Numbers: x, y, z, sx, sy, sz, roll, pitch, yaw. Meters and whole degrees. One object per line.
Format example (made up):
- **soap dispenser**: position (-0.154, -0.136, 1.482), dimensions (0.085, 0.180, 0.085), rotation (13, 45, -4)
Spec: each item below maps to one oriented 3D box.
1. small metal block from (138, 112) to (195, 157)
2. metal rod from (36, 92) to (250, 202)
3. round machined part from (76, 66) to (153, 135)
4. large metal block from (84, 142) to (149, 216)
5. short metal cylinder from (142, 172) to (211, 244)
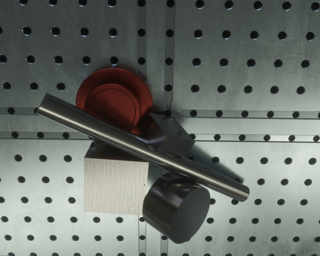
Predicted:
- **small metal block**: position (0.008, 0.008, 0.393), dimensions (0.050, 0.050, 0.025), rotation (14, 117, -42)
- **metal rod**: position (-0.003, 0.034, 0.391), dimensions (0.302, 0.025, 0.025), rotation (26, 108, -23)
- **round machined part**: position (-0.058, -0.027, 0.394), dimensions (0.099, 0.042, 0.097), rotation (0, 110, -1)
- **large metal block**: position (-0.058, 0.068, 0.422), dimensions (0.081, 0.050, 0.079), rotation (4, 110, -2)
- **short metal cylinder**: position (0.023, 0.106, 0.417), dimensions (0.081, 0.050, 0.079), rotation (-23, 124, -40)
